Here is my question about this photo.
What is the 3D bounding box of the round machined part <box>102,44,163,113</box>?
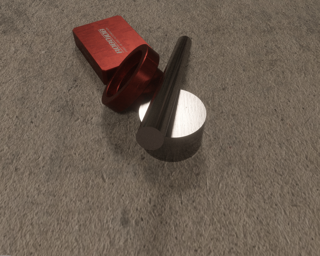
[{"bbox_3d":[-0.033,-0.062,0.421,0.042,0.098,0.098,35,45,-26],"label":"round machined part"}]

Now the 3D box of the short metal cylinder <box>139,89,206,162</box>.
[{"bbox_3d":[0.015,-0.004,0.391,0.081,0.050,0.080,0,50,0],"label":"short metal cylinder"}]

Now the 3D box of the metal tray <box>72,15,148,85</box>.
[{"bbox_3d":[-0.077,-0.132,0.510,0.091,0.030,0.130,-24,54,-20],"label":"metal tray"}]

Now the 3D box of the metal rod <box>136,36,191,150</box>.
[{"bbox_3d":[0.016,-0.068,0.401,0.025,0.025,0.301,8,32,6],"label":"metal rod"}]
